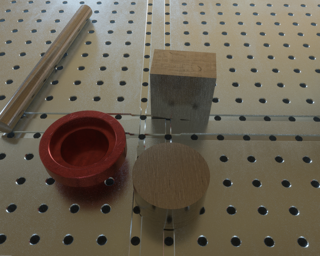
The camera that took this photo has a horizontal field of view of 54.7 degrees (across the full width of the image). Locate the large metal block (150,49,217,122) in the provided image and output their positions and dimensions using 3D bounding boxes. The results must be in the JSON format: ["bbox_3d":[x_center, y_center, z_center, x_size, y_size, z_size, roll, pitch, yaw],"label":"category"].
[{"bbox_3d":[0.030,-0.056,0.420,0.080,0.080,0.050,4,50,3],"label":"large metal block"}]

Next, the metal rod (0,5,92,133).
[{"bbox_3d":[-0.174,-0.113,0.500,0.025,0.025,0.300,10,51,8],"label":"metal rod"}]

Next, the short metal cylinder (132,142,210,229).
[{"bbox_3d":[0.011,0.062,0.339,0.081,0.050,0.080,0,50,0],"label":"short metal cylinder"}]

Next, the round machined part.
[{"bbox_3d":[-0.089,0.028,0.372,0.099,0.042,0.098,0,50,0],"label":"round machined part"}]
